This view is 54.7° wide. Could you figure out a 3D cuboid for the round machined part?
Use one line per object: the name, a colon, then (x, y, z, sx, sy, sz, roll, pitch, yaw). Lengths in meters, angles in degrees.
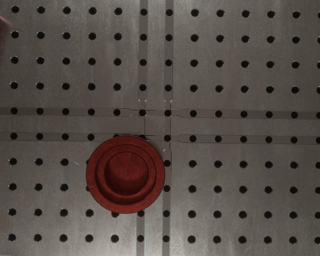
round machined part: (-0.043, 0.058, 0.404, 0.099, 0.042, 0.097, 0, 90, -1)
